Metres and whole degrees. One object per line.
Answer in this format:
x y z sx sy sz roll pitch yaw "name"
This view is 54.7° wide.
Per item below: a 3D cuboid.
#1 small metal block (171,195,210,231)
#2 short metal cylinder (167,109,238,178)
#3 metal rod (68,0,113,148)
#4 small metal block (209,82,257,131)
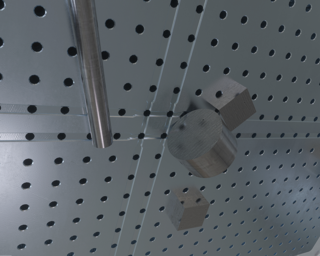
0.051 0.144 0.529 0.050 0.025 0.050 -1 119 -28 "small metal block"
0.058 0.021 0.420 0.080 0.080 0.050 -43 130 1 "short metal cylinder"
-0.075 -0.108 0.303 0.025 0.025 0.298 -15 125 -20 "metal rod"
0.107 -0.030 0.451 0.050 0.025 0.050 -38 129 -3 "small metal block"
